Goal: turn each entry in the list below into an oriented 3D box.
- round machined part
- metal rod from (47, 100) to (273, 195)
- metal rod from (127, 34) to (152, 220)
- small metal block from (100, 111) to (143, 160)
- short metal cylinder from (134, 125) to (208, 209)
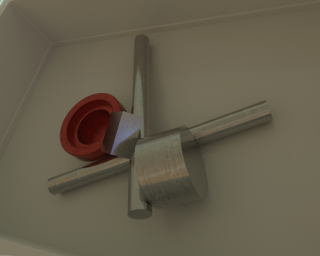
[{"bbox_3d":[-0.087,0.002,0.436,0.098,0.042,0.098,-13,56,20],"label":"round machined part"},{"bbox_3d":[-0.012,0.030,0.390,0.301,0.025,0.025,-20,54,15],"label":"metal rod"},{"bbox_3d":[-0.025,-0.027,0.409,0.025,0.025,0.300,-18,48,18],"label":"metal rod"},{"bbox_3d":[-0.047,0.008,0.369,0.050,0.025,0.050,2,76,66],"label":"small metal block"},{"bbox_3d":[0.014,0.042,0.334,0.050,0.080,0.080,-18,55,18],"label":"short metal cylinder"}]
